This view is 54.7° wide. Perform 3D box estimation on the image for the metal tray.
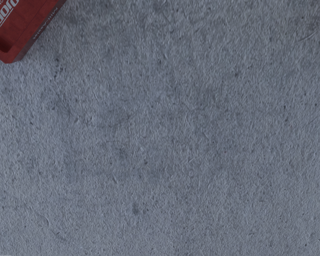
[{"bbox_3d":[-0.167,-0.150,0.350,0.090,0.030,0.130,41,105,-14],"label":"metal tray"}]
